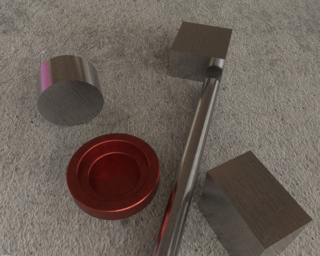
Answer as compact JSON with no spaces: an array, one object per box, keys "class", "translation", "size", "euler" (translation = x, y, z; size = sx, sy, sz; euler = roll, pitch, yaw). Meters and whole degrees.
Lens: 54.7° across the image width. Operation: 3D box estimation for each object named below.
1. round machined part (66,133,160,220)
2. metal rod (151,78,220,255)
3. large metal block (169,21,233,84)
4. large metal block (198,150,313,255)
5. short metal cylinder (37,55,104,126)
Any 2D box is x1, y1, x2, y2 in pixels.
[{"class":"round machined part","translation":[-0.049,0.056,0.344],"size":[0.099,0.042,0.098],"euler":[0,50,0]},{"class":"metal rod","translation":[0.034,0.046,0.365],"size":[0.025,0.025,0.300],"euler":[13,51,10]},{"class":"large metal block","translation":[0.064,-0.119,0.488],"size":[0.080,0.050,0.080],"euler":[13,51,10]},{"class":"large metal block","translation":[0.084,0.083,0.299],"size":[0.050,0.080,0.080],"euler":[-22,54,-18]},{"class":"short metal cylinder","translation":[-0.118,-0.048,0.406],"size":[0.081,0.080,0.050],"euler":[-12,51,-10]}]
